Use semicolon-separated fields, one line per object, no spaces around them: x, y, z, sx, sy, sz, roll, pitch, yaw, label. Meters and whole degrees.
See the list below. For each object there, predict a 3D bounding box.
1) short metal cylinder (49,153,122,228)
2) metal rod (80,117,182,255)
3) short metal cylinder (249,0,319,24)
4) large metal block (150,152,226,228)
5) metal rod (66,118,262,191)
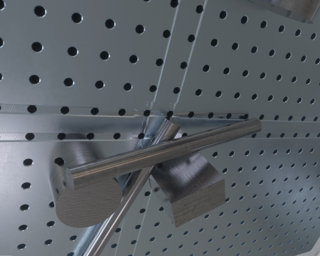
-0.094;0.078;0.392;0.081;0.050;0.079;-14;124;-21;short metal cylinder
-0.058;0.115;0.450;0.025;0.025;0.299;21;107;-36;metal rod
0.152;-0.160;0.360;0.081;0.080;0.050;9;114;-32;short metal cylinder
0.037;0.082;0.447;0.081;0.080;0.050;-22;127;-16;large metal block
0.028;0.025;0.411;0.303;0.025;0.025;-13;125;-33;metal rod
